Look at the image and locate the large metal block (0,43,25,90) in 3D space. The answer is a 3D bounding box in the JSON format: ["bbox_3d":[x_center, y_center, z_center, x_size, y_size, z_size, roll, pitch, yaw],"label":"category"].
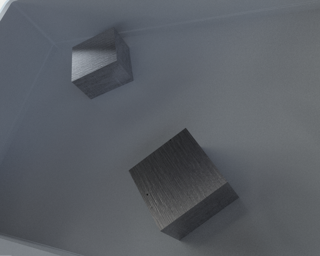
[{"bbox_3d":[-0.348,-0.127,0.654,0.080,0.050,0.080,-2,61,27],"label":"large metal block"}]

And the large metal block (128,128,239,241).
[{"bbox_3d":[0.025,0.061,0.339,0.080,0.050,0.080,-37,51,3],"label":"large metal block"}]

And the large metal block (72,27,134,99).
[{"bbox_3d":[-0.094,-0.105,0.504,0.080,0.050,0.080,-21,54,15],"label":"large metal block"}]
